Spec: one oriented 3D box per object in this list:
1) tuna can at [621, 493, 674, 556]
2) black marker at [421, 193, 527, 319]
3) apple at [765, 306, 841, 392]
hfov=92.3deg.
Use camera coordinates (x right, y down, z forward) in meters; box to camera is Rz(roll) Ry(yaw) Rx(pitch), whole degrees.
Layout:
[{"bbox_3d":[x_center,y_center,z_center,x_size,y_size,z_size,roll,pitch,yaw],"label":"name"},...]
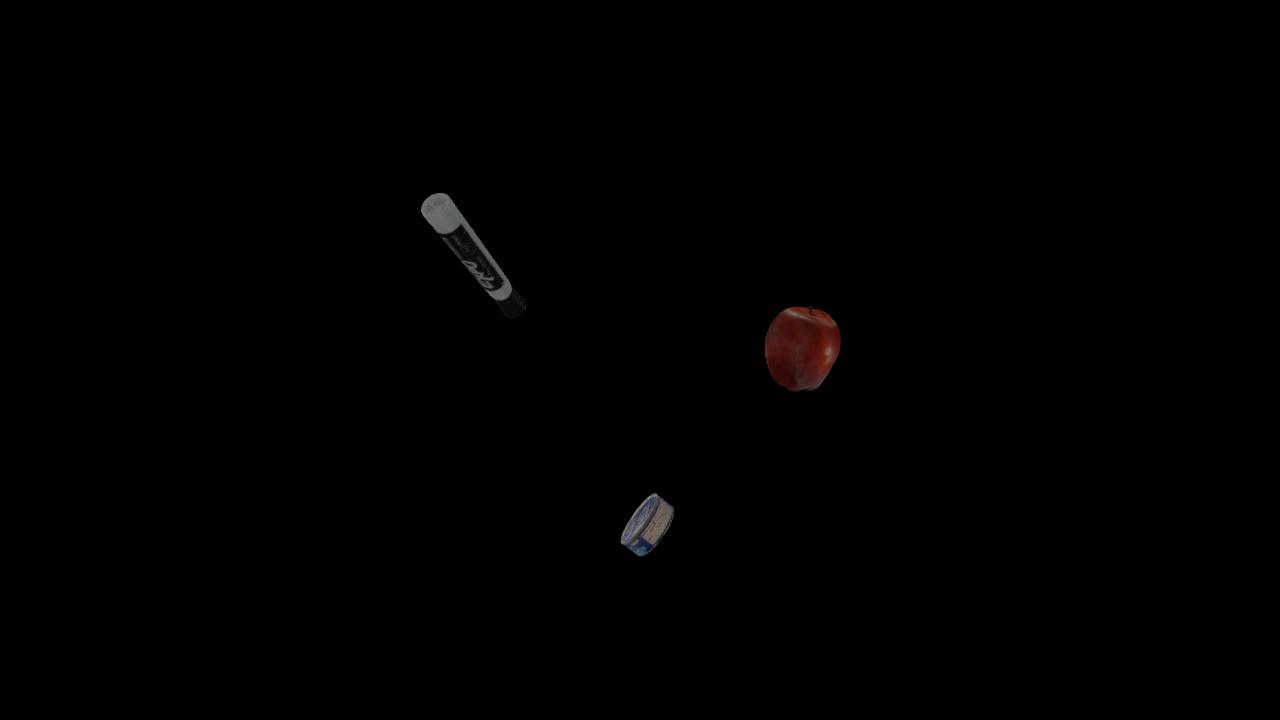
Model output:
[{"bbox_3d":[0.011,0.231,0.860,0.034,0.084,0.084,38,-4,-5],"label":"tuna can"},{"bbox_3d":[-0.104,-0.063,0.406,0.020,0.020,0.121,0,-26,14],"label":"black marker"},{"bbox_3d":[0.174,-0.014,0.664,0.079,0.093,0.079,7,20,-3],"label":"apple"}]
